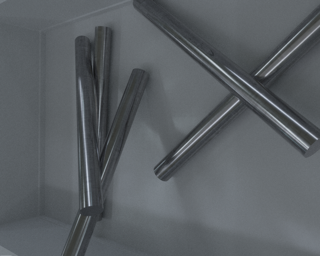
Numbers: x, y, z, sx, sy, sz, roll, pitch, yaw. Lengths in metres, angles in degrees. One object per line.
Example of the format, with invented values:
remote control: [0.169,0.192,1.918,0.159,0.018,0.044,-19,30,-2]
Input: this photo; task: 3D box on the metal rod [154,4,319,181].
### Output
metal rod: [0.091,-0.036,0.330,0.299,0.025,0.025,-47,62,29]

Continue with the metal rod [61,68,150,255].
metal rod: [-0.071,0.059,0.381,0.025,0.025,0.299,2,66,39]

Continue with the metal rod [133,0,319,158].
metal rod: [0.050,-0.079,0.339,0.300,0.025,0.025,51,120,36]

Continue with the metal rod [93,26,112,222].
metal rod: [-0.096,-0.004,0.482,0.025,0.025,0.298,5,93,39]

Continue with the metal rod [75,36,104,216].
metal rod: [-0.100,-0.027,0.420,0.025,0.025,0.300,-42,44,32]
